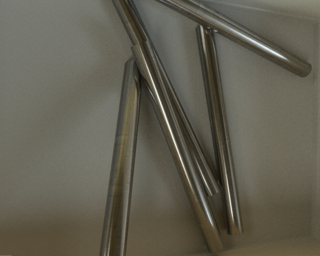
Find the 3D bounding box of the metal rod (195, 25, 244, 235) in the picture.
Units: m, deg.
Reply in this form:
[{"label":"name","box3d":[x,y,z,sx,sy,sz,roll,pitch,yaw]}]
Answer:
[{"label":"metal rod","box3d":[0.086,0.005,0.443,0.025,0.025,0.298,-11,94,-20]}]

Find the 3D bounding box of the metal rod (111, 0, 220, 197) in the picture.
[{"label":"metal rod","box3d":[0.010,-0.043,0.415,0.025,0.025,0.299,-29,100,-18]}]

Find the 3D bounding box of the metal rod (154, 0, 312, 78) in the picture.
[{"label":"metal rod","box3d":[0.106,-0.132,0.429,0.302,0.025,0.025,17,84,-28]}]

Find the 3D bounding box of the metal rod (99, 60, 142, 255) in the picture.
[{"label":"metal rod","box3d":[-0.041,0.052,0.332,0.025,0.025,0.299,14,61,-20]}]

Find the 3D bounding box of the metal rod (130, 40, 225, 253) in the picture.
[{"label":"metal rod","box3d":[0.028,0.034,0.407,0.025,0.025,0.298,-26,104,-18]}]
